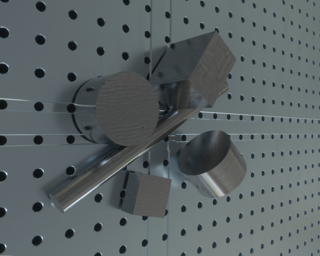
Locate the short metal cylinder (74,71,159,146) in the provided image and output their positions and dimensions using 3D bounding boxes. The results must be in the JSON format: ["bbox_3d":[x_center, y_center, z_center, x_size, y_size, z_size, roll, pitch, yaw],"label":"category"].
[{"bbox_3d":[-0.048,-0.021,0.348,0.081,0.050,0.079,0,90,-40],"label":"short metal cylinder"}]

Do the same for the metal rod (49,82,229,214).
[{"bbox_3d":[-0.004,0.005,0.402,0.302,0.025,0.025,-35,112,-34],"label":"metal rod"}]

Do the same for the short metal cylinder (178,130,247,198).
[{"bbox_3d":[0.072,0.049,0.430,0.050,0.080,0.080,51,60,-28],"label":"short metal cylinder"}]

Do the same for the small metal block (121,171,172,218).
[{"bbox_3d":[-0.016,0.084,0.391,0.050,0.025,0.050,19,78,-38],"label":"small metal block"}]

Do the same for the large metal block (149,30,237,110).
[{"bbox_3d":[0.039,-0.071,0.402,0.050,0.080,0.080,44,64,-32],"label":"large metal block"}]
